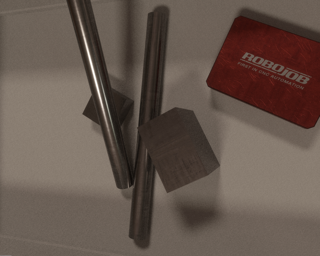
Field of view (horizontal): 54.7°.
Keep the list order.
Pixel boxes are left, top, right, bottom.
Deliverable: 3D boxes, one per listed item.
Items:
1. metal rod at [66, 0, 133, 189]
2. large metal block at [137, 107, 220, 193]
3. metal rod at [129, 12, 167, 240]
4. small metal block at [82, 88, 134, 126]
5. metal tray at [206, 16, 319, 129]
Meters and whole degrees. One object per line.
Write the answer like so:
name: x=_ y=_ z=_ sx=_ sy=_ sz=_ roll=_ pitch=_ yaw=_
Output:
metal rod: x=-0.073 y=-0.058 z=0.370 sx=0.025 sy=0.025 sz=0.298 roll=-2 pitch=114 yaw=20
large metal block: x=0.026 y=0.024 z=0.372 sx=0.050 sy=0.080 sz=0.080 roll=-28 pitch=81 yaw=18
metal rod: x=-0.017 y=-0.001 z=0.415 sx=0.025 sy=0.025 sz=0.298 roll=6 pitch=92 yaw=19
small metal block: x=-0.073 y=-0.029 z=0.435 sx=0.050 sy=0.025 sz=0.050 roll=31 pitch=100 yaw=17
metal tray: x=0.132 y=-0.065 z=0.361 sx=0.130 sy=0.030 sz=0.090 roll=27 pitch=98 yaw=17
